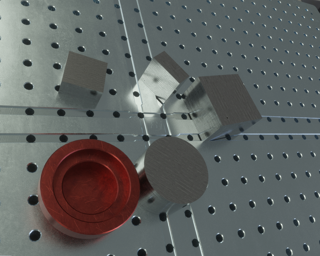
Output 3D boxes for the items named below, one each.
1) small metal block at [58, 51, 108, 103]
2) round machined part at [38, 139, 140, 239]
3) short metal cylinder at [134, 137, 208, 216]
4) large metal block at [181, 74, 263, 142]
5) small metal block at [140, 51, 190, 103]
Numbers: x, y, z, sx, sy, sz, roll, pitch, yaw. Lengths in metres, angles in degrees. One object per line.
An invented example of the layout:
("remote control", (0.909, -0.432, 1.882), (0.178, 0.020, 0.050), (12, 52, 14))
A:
("small metal block", (-0.098, -0.065, 0.396), (0.050, 0.025, 0.050), (15, 56, -20))
("round machined part", (-0.074, 0.064, 0.320), (0.099, 0.042, 0.098), (14, 56, -21))
("short metal cylinder", (0.009, 0.057, 0.364), (0.081, 0.050, 0.080), (14, 56, -21))
("large metal block", (0.091, -0.032, 0.463), (0.081, 0.050, 0.080), (-10, 67, -33))
("small metal block", (0.006, -0.072, 0.440), (0.050, 0.050, 0.025), (46, 51, 3))
